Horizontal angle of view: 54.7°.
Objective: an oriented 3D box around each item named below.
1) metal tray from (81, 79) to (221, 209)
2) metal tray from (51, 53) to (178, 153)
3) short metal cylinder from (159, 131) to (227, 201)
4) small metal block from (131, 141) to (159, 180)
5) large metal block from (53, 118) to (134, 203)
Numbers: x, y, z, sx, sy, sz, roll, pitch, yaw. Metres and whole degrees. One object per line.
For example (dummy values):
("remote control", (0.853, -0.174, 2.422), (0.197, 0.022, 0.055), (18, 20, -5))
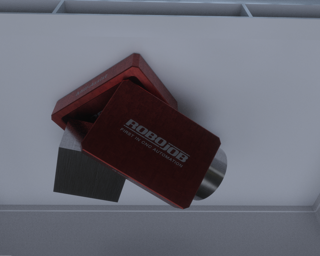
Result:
("metal tray", (-0.008, 0.019, 0.342), (0.130, 0.090, 0.030), (32, 162, -8))
("metal tray", (-0.055, -0.022, 0.384), (0.130, 0.030, 0.090), (-27, 126, 21))
("short metal cylinder", (0.042, 0.050, 0.415), (0.050, 0.080, 0.080), (32, 123, -25))
("small metal block", (-0.026, 0.048, 0.448), (0.050, 0.025, 0.050), (-23, 127, 18))
("large metal block", (-0.081, 0.042, 0.383), (0.081, 0.050, 0.079), (13, 129, -11))
